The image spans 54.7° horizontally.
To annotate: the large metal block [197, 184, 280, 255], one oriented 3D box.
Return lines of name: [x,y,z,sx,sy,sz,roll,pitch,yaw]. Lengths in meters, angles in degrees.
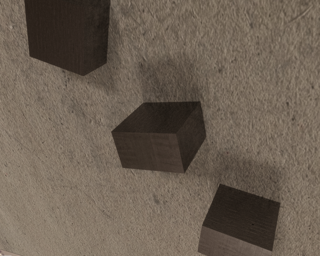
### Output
large metal block: [0.101,0.127,0.395,0.080,0.080,0.050,16,125,19]

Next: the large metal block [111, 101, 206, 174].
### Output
large metal block: [0.002,0.008,0.374,0.080,0.080,0.050,1,119,27]

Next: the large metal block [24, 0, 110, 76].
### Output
large metal block: [-0.110,-0.119,0.373,0.080,0.050,0.079,21,126,15]
